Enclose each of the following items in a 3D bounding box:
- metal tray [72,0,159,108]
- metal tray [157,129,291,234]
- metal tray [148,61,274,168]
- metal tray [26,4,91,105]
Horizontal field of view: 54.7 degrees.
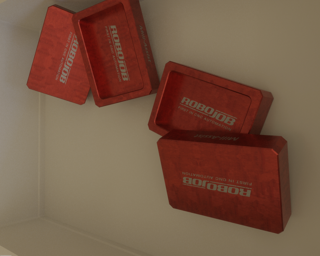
[{"bbox_3d":[-0.059,-0.100,0.417,0.090,0.030,0.129,-11,97,25],"label":"metal tray"},{"bbox_3d":[0.064,0.051,0.325,0.130,0.030,0.089,4,114,36],"label":"metal tray"},{"bbox_3d":[0.051,-0.018,0.359,0.130,0.030,0.089,27,107,36],"label":"metal tray"},{"bbox_3d":[-0.141,-0.110,0.477,0.030,0.091,0.129,-112,44,-64],"label":"metal tray"}]
